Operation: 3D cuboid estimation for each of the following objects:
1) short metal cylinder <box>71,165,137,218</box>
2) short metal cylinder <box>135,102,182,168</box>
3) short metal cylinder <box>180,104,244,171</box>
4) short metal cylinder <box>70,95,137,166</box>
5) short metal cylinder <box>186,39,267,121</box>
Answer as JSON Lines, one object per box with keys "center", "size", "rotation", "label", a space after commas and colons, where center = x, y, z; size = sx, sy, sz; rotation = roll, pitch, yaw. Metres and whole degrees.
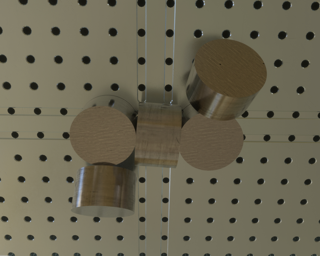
{"center": [-0.073, 0.086, 0.409], "size": [0.081, 0.050, 0.080], "rotation": [1, 154, 1], "label": "short metal cylinder"}
{"center": [-0.003, 0.009, 0.387], "size": [0.050, 0.080, 0.079], "rotation": [5, 110, -2], "label": "short metal cylinder"}
{"center": [0.062, 0.008, 0.403], "size": [0.081, 0.050, 0.079], "rotation": [0, 110, -1], "label": "short metal cylinder"}
{"center": [-0.069, 0.003, 0.399], "size": [0.081, 0.050, 0.079], "rotation": [0, 110, -1], "label": "short metal cylinder"}
{"center": [0.074, -0.055, 0.358], "size": [0.081, 0.080, 0.050], "rotation": [8, 151, -4], "label": "short metal cylinder"}
